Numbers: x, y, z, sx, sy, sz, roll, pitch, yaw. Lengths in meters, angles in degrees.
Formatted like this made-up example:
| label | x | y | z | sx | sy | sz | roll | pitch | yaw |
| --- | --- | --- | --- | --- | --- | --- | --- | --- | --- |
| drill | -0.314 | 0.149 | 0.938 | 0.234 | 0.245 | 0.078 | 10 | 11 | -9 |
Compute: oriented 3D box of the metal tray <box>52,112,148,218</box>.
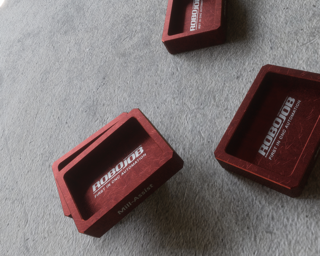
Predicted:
| label | x | y | z | sx | sy | sz | roll | pitch | yaw |
| --- | --- | --- | --- | --- | --- | --- | --- | --- | --- |
| metal tray | -0.074 | 0.049 | 0.409 | 0.130 | 0.030 | 0.090 | -35 | 51 | 4 |

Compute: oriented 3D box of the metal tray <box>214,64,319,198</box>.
| label | x | y | z | sx | sy | sz | roll | pitch | yaw |
| --- | --- | --- | --- | --- | --- | --- | --- | --- | --- |
| metal tray | 0.129 | -0.003 | 0.334 | 0.090 | 0.030 | 0.130 | 22 | 73 | 36 |

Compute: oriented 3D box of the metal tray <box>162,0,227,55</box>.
| label | x | y | z | sx | sy | sz | roll | pitch | yaw |
| --- | --- | --- | --- | --- | --- | --- | --- | --- | --- |
| metal tray | 0.057 | -0.181 | 0.481 | 0.090 | 0.030 | 0.130 | -6 | 59 | 25 |

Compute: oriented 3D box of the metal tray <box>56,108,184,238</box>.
| label | x | y | z | sx | sy | sz | roll | pitch | yaw |
| --- | --- | --- | --- | --- | --- | --- | --- | --- | --- |
| metal tray | -0.049 | 0.049 | 0.357 | 0.130 | 0.030 | 0.090 | -40 | 52 | 0 |
